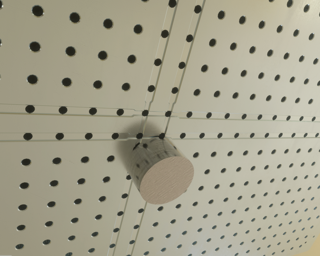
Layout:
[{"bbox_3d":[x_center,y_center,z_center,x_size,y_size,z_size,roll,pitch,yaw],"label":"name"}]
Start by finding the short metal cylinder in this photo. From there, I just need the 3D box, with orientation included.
[{"bbox_3d":[0.000,0.059,0.434,0.081,0.050,0.079,-14,125,-21],"label":"short metal cylinder"}]
